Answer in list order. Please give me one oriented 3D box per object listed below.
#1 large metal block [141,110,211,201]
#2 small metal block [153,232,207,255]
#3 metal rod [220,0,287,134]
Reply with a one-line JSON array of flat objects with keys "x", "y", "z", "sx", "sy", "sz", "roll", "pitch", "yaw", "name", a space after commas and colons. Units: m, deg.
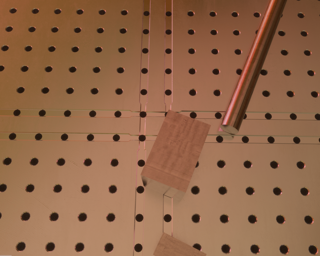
[{"x": 0.018, "y": 0.036, "z": 0.370, "sx": 0.050, "sy": 0.080, "sz": 0.080, "roll": 21, "pitch": 71, "yaw": 7, "name": "large metal block"}, {"x": 0.021, "y": 0.141, "z": 0.347, "sx": 0.050, "sy": 0.050, "sz": 0.025, "roll": 25, "pitch": 72, "yaw": 8, "name": "small metal block"}, {"x": 0.152, "y": -0.127, "z": 0.459, "sx": 0.025, "sy": 0.025, "sz": 0.300, "roll": 22, "pitch": 71, "yaw": 7, "name": "metal rod"}]
